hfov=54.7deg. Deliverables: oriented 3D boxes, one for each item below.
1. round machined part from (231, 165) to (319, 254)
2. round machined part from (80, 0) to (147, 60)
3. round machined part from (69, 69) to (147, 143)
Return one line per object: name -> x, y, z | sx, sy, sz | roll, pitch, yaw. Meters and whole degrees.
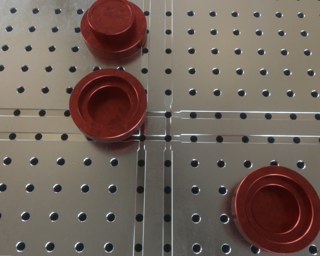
round machined part -> 0.134, 0.097, 0.369 | 0.099, 0.042, 0.098 | 0, 70, -1
round machined part -> -0.069, -0.154, 0.458 | 0.099, 0.042, 0.098 | 0, 70, -1
round machined part -> -0.066, -0.026, 0.412 | 0.099, 0.042, 0.098 | 0, 70, -1
